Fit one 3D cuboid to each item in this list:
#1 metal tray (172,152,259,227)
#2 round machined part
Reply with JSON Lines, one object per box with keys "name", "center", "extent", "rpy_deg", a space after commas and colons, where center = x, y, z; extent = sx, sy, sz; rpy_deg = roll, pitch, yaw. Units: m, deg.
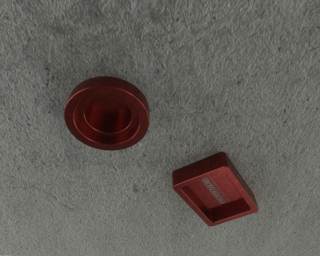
{"name": "metal tray", "center": [0.089, 0.102, 0.491], "extent": [0.090, 0.030, 0.130], "rpy_deg": [-25, 126, 19]}
{"name": "round machined part", "center": [-0.062, -0.021, 0.377], "extent": [0.099, 0.042, 0.097], "rpy_deg": [-1, 130, 0]}
